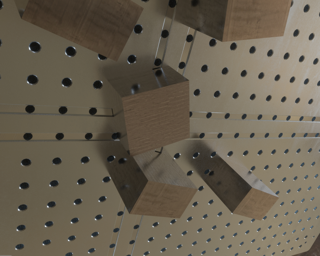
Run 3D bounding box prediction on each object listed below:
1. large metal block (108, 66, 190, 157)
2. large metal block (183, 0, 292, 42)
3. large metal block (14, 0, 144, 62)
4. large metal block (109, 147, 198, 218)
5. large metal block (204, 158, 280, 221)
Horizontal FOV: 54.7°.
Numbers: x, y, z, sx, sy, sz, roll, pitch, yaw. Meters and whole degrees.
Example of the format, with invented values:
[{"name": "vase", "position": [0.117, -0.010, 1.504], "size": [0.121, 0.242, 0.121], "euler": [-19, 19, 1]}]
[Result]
[{"name": "large metal block", "position": [-0.012, -0.022, 0.377], "size": [0.081, 0.050, 0.079], "euler": [-17, 126, -19]}, {"name": "large metal block", "position": [0.082, -0.133, 0.340], "size": [0.081, 0.080, 0.050], "euler": [-12, 124, -23]}, {"name": "large metal block", "position": [-0.073, -0.108, 0.270], "size": [0.081, 0.080, 0.050], "euler": [19, 108, -36]}, {"name": "large metal block", "position": [-0.010, 0.072, 0.416], "size": [0.081, 0.080, 0.050], "euler": [17, 109, -35]}, {"name": "large metal block", "position": [0.134, 0.101, 0.515], "size": [0.080, 0.080, 0.050], "euler": [24, 105, -37]}]
